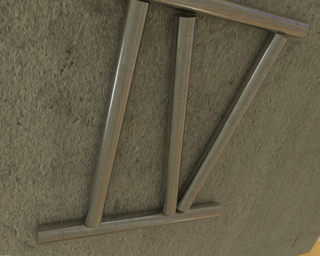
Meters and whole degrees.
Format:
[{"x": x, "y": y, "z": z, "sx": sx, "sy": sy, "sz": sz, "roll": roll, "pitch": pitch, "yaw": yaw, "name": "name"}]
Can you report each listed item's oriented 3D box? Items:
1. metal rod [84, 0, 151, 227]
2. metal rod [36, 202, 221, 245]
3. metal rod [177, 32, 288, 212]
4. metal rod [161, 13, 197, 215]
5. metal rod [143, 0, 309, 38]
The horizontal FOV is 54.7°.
[{"x": -0.058, "y": 0.000, "z": 0.377, "sx": 0.025, "sy": 0.025, "sz": 0.298, "roll": 1, "pitch": 118, "yaw": -29, "name": "metal rod"}, {"x": -0.030, "y": 0.143, "z": 0.481, "sx": 0.303, "sy": 0.025, "sz": 0.025, "roll": 1, "pitch": 118, "yaw": -29, "name": "metal rod"}, {"x": 0.098, "y": 0.002, "z": 0.465, "sx": 0.025, "sy": 0.025, "sz": 0.298, "roll": 14, "pitch": 111, "yaw": -35, "name": "metal rod"}, {"x": 0.021, "y": 0.002, "z": 0.422, "sx": 0.025, "sy": 0.025, "sz": 0.298, "roll": -11, "pitch": 123, "yaw": -23, "name": "metal rod"}, {"x": 0.065, "y": -0.140, "z": 0.359, "sx": 0.303, "sy": 0.025, "sz": 0.025, "roll": 1, "pitch": 118, "yaw": -29, "name": "metal rod"}]
